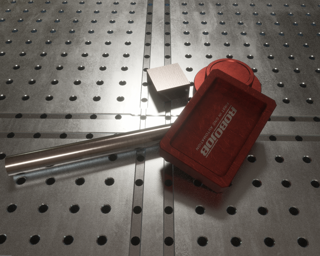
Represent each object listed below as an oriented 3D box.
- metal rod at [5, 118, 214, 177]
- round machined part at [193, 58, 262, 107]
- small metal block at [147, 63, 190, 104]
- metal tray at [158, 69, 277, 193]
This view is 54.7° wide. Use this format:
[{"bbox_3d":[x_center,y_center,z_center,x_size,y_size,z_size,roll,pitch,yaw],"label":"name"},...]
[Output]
[{"bbox_3d":[-0.033,0.016,0.393,0.302,0.025,0.025,-11,51,-10],"label":"metal rod"},{"bbox_3d":[0.099,-0.065,0.452,0.099,0.042,0.098,0,50,0],"label":"round machined part"},{"bbox_3d":[0.012,-0.068,0.465,0.050,0.025,0.050,-15,52,-13],"label":"small metal block"},{"bbox_3d":[0.070,0.000,0.375,0.090,0.030,0.130,32,70,11],"label":"metal tray"}]
